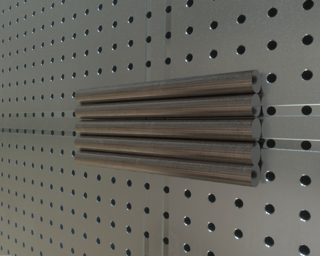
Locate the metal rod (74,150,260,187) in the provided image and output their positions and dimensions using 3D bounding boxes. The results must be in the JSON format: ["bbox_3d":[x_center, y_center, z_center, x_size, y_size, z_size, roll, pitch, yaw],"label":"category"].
[{"bbox_3d":[-0.016,0.049,0.420,0.300,0.025,0.025,0,90,39],"label":"metal rod"}]

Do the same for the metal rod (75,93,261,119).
[{"bbox_3d":[-0.015,-0.025,0.420,0.300,0.025,0.025,1,91,39],"label":"metal rod"}]

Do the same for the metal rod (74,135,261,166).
[{"bbox_3d":[-0.015,0.025,0.420,0.300,0.025,0.025,1,91,39],"label":"metal rod"}]

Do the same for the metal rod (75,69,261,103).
[{"bbox_3d":[-0.015,-0.051,0.419,0.300,0.025,0.025,1,91,39],"label":"metal rod"}]

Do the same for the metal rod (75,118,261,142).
[{"bbox_3d":[-0.015,0.000,0.419,0.300,0.025,0.025,1,91,39],"label":"metal rod"}]
